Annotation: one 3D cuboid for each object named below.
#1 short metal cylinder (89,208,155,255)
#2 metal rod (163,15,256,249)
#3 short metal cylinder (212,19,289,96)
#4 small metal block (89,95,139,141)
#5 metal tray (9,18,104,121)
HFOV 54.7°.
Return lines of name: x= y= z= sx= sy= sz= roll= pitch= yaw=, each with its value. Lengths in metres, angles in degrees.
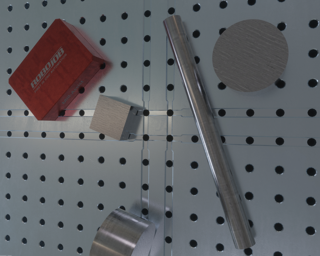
short metal cylinder: x=-0.046 y=0.151 z=0.400 sx=0.050 sy=0.080 sz=0.080 roll=18 pitch=96 yaw=19
metal rod: x=0.060 y=0.000 z=0.391 sx=0.025 sy=0.025 sz=0.299 roll=-19 pitch=84 yaw=19
short metal cylinder: x=0.106 y=-0.079 z=0.362 sx=0.080 sy=0.050 sz=0.079 roll=0 pitch=90 yaw=20
small metal block: x=-0.065 y=-0.015 z=0.435 sx=0.050 sy=0.025 sz=0.050 roll=21 pitch=97 yaw=18
metal tray: x=-0.158 y=-0.085 z=0.466 sx=0.130 sy=0.030 sz=0.090 roll=-45 pitch=76 yaw=14
